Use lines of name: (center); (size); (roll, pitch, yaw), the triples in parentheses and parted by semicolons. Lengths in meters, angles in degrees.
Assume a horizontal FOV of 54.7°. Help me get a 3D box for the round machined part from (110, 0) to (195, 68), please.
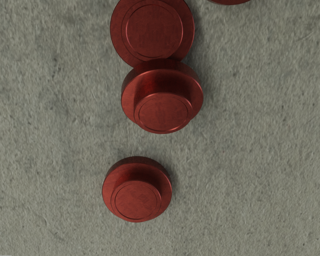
round machined part: (-0.009, -0.113, 0.359); (0.099, 0.042, 0.097); (0, 110, -1)

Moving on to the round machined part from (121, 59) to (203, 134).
round machined part: (0.003, -0.030, 0.369); (0.099, 0.042, 0.097); (-2, 137, -2)

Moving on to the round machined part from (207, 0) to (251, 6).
round machined part: (0.075, -0.184, 0.334); (0.099, 0.042, 0.097); (0, 110, -1)

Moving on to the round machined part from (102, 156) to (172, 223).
round machined part: (-0.032, 0.093, 0.434); (0.099, 0.042, 0.097); (0, 110, -1)
